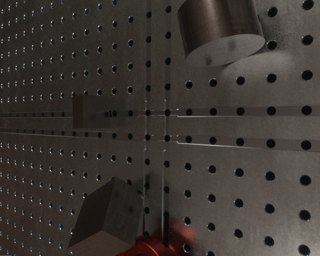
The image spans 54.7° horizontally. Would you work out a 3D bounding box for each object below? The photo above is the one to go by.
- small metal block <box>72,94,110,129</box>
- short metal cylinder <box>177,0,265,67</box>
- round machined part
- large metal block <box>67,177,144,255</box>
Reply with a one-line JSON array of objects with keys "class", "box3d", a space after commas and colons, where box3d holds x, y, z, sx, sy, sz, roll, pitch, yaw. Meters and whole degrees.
[{"class": "small metal block", "box3d": [-0.106, -0.024, 0.478, 0.025, 0.050, 0.050, -3, 88, 40]}, {"class": "short metal cylinder", "box3d": [0.062, -0.102, 0.321, 0.080, 0.081, 0.050, -17, 80, 38]}, {"class": "round machined part", "box3d": [-0.012, 0.190, 0.407, 0.098, 0.042, 0.097, 0, 90, 39]}, {"class": "large metal block", "box3d": [-0.072, 0.126, 0.425, 0.080, 0.050, 0.080, -36, 29, 34]}]
